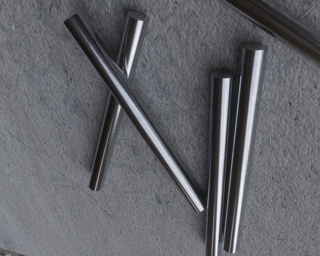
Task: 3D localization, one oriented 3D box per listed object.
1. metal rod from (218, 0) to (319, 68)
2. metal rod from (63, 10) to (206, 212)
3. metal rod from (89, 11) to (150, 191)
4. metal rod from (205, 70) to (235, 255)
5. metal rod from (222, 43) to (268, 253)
[{"bbox_3d":[0.174,-0.052,0.282,0.301,0.025,0.025,36,129,4],"label":"metal rod"},{"bbox_3d":[-0.019,-0.004,0.390,0.025,0.025,0.299,-17,117,35],"label":"metal rod"},{"bbox_3d":[-0.066,-0.013,0.433,0.025,0.025,0.298,29,128,10],"label":"metal rod"},{"bbox_3d":[0.076,0.070,0.410,0.025,0.025,0.298,11,123,22],"label":"metal rod"},{"bbox_3d":[0.100,0.047,0.383,0.025,0.025,0.298,11,123,22],"label":"metal rod"}]
